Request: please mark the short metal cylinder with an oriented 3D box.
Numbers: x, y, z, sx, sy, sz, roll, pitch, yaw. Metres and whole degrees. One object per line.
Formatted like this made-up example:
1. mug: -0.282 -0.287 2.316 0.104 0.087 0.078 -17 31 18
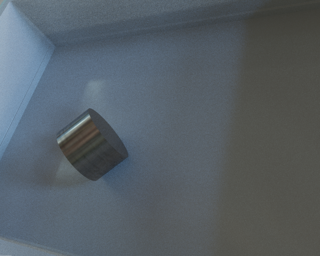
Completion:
1. short metal cylinder: -0.086 0.021 0.401 0.050 0.080 0.080 -38 51 3
